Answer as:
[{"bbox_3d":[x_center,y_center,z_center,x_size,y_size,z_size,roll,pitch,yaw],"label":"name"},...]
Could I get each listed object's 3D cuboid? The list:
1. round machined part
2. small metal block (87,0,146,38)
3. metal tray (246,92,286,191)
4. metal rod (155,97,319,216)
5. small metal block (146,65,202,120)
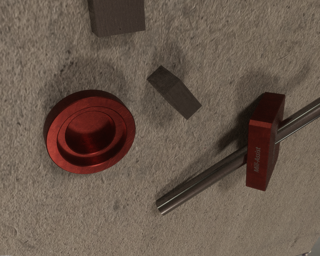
[{"bbox_3d":[-0.081,0.001,0.353,0.099,0.042,0.097,-14,125,-21],"label":"round machined part"},{"bbox_3d":[-0.044,-0.122,0.309,0.050,0.025,0.050,-16,125,-20],"label":"small metal block"},{"bbox_3d":[0.163,0.022,0.478,0.090,0.030,0.129,-48,141,-43],"label":"metal tray"},{"bbox_3d":[0.125,0.045,0.480,0.301,0.025,0.025,-33,130,3],"label":"metal rod"},{"bbox_3d":[0.017,-0.043,0.375,0.025,0.050,0.050,-45,130,2],"label":"small metal block"}]
